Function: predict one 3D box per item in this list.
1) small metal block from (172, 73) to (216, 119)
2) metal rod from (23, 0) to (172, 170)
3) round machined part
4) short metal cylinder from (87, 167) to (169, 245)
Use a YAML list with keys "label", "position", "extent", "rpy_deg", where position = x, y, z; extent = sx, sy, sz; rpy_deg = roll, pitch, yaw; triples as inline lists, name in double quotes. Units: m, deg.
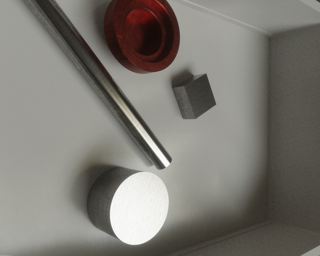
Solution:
- label: "small metal block"
  position: [0.051, -0.046, 0.451]
  extent: [0.050, 0.025, 0.050]
  rpy_deg: [-34, 111, -35]
- label: "metal rod"
  position: [-0.073, -0.063, 0.346]
  extent: [0.025, 0.025, 0.299]
  rpy_deg: [-51, 120, -28]
- label: "round machined part"
  position: [-0.025, -0.114, 0.376]
  extent: [0.099, 0.042, 0.097]
  rpy_deg: [0, 90, -40]
- label: "short metal cylinder"
  position: [-0.037, 0.088, 0.362]
  extent: [0.081, 0.050, 0.079]
  rpy_deg: [0, 90, -40]
